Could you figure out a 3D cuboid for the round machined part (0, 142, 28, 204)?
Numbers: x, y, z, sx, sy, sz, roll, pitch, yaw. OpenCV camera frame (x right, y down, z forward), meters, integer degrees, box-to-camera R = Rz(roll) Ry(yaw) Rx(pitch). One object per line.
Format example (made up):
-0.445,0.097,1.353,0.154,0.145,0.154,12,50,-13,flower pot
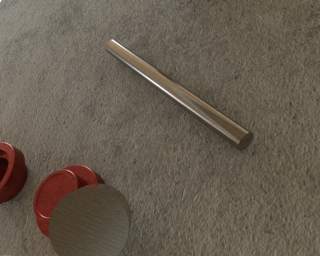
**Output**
-0.244,0.075,0.472,0.098,0.042,0.098,-13,56,20,round machined part

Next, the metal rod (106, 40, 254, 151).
0.007,-0.062,0.436,0.025,0.025,0.300,-46,52,-4,metal rod

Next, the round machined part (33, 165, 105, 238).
-0.121,0.092,0.398,0.098,0.042,0.098,-13,56,20,round machined part

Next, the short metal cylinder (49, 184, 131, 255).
-0.073,0.103,0.337,0.081,0.050,0.080,0,84,-2,short metal cylinder
